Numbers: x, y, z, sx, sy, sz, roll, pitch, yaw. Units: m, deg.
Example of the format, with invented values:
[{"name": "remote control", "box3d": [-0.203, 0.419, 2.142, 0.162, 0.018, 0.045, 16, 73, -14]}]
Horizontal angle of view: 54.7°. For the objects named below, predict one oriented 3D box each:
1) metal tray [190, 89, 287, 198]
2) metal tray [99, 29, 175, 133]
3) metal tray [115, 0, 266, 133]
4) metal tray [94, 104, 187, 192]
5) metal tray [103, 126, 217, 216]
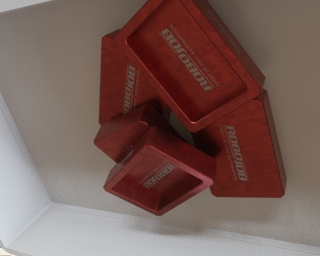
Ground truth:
[{"name": "metal tray", "box3d": [0.092, 0.023, 0.371, 0.090, 0.030, 0.129, -7, 115, 31]}, {"name": "metal tray", "box3d": [-0.029, -0.047, 0.390, 0.090, 0.030, 0.129, 21, 126, 15]}, {"name": "metal tray", "box3d": [0.029, -0.068, 0.307, 0.090, 0.030, 0.130, -34, 100, 37]}, {"name": "metal tray", "box3d": [-0.009, 0.035, 0.405, 0.090, 0.030, 0.130, -22, 126, 36]}, {"name": "metal tray", "box3d": [-0.004, 0.060, 0.383, 0.090, 0.030, 0.129, 30, 137, -14]}]
